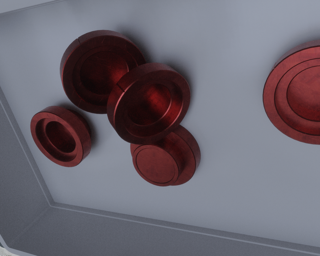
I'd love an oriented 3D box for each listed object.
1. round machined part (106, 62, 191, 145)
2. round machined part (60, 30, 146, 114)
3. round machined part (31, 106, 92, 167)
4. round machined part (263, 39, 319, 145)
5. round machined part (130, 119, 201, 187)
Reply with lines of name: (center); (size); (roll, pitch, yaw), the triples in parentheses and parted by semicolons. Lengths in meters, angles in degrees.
round machined part: (-0.017, -0.032, 0.363); (0.042, 0.099, 0.097); (48, 140, 42)
round machined part: (-0.068, -0.069, 0.369); (0.099, 0.042, 0.097); (-13, 127, -17)
round machined part: (-0.147, 0.009, 0.481); (0.098, 0.042, 0.097); (13, 124, 21)
round machined part: (0.152, -0.036, 0.295); (0.098, 0.042, 0.097); (13, 124, 21)
round machined part: (0.002, 0.040, 0.422); (0.098, 0.042, 0.097); (13, 124, 21)
